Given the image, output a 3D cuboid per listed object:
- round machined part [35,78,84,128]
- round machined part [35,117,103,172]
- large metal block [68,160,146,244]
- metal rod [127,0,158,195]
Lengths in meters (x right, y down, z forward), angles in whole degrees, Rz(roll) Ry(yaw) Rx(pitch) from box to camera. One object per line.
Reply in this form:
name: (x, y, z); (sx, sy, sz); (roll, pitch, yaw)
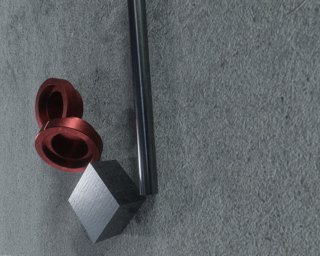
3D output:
round machined part: (-0.169, -0.035, 0.530); (0.098, 0.042, 0.097); (0, 90, 39)
round machined part: (-0.137, 0.021, 0.481); (0.098, 0.098, 0.042); (-41, 26, 32)
large metal block: (-0.079, 0.104, 0.451); (0.080, 0.050, 0.080); (48, 118, 29)
metal rod: (-0.025, -0.061, 0.423); (0.025, 0.025, 0.298); (-7, 86, 39)
